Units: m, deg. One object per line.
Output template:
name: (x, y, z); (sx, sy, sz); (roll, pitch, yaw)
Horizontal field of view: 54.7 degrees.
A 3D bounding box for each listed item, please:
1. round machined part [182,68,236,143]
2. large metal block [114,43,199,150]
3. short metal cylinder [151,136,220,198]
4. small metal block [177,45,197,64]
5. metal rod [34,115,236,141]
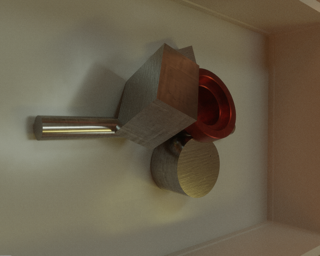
round machined part: (0.054, -0.027, 0.416); (0.099, 0.042, 0.098); (16, 63, -34)
large metal block: (-0.002, -0.033, 0.350); (0.050, 0.080, 0.080); (27, 50, -26)
short metal cylinder: (0.035, 0.050, 0.419); (0.081, 0.050, 0.079); (0, 90, -40)
small metal block: (0.025, -0.082, 0.428); (0.050, 0.025, 0.050); (-27, 107, -37)
metal rod: (-0.004, -0.001, 0.401); (0.302, 0.025, 0.025); (0, 90, -40)
